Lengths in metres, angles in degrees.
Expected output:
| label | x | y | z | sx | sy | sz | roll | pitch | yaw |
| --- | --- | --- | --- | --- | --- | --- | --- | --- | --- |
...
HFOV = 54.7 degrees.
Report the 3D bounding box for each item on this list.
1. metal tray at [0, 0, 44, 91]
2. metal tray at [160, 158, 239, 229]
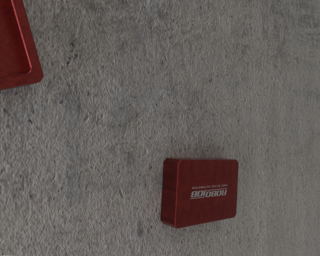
| label | x | y | z | sx | sy | sz | roll | pitch | yaw |
| --- | --- | --- | --- | --- | --- | --- | --- | --- | --- |
| metal tray | -0.164 | -0.094 | 0.263 | 0.091 | 0.030 | 0.129 | -21 | 103 | -38 |
| metal tray | 0.062 | 0.090 | 0.453 | 0.131 | 0.030 | 0.089 | 5 | 87 | -40 |
